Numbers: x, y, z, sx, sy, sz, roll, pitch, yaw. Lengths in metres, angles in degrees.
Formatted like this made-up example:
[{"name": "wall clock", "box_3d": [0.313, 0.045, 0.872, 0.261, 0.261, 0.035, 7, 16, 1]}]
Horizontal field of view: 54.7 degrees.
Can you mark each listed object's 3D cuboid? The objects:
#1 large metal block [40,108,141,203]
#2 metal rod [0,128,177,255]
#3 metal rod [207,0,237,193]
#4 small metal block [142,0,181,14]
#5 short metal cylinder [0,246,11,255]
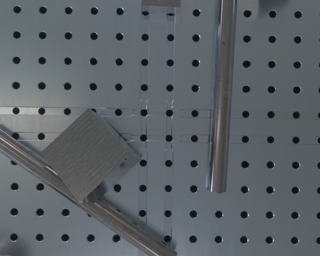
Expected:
[{"name": "large metal block", "box_3d": [-0.085, 0.036, 0.390, 0.080, 0.050, 0.080, -43, 74, 0]}, {"name": "metal rod", "box_3d": [-0.107, 0.090, 0.412, 0.301, 0.025, 0.025, 35, 90, 0]}, {"name": "metal rod", "box_3d": [0.084, -0.065, 0.414, 0.025, 0.025, 0.298, 3, 90, 0]}, {"name": "small metal block", "box_3d": [0.003, -0.182, 0.413, 0.050, 0.025, 0.050, 3, 90, 0]}, {"name": "short metal cylinder", "box_3d": [-0.237, 0.197, 0.399, 0.081, 0.050, 0.079, 0, 90, 0]}]
